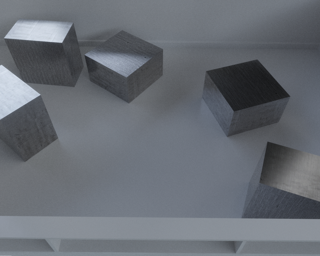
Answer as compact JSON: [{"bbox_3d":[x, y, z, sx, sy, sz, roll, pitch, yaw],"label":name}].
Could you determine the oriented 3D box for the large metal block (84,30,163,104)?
[{"bbox_3d":[-0.052,-0.094,0.467,0.080,0.050,0.080,31,56,23],"label":"large metal block"}]

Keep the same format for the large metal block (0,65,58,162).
[{"bbox_3d":[-0.181,-0.018,0.382,0.080,0.080,0.050,34,58,24],"label":"large metal block"}]

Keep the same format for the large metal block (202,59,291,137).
[{"bbox_3d":[0.114,-0.043,0.426,0.081,0.050,0.080,-15,52,-13],"label":"large metal block"}]

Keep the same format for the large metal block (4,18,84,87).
[{"bbox_3d":[-0.167,-0.111,0.460,0.080,0.080,0.050,5,50,4],"label":"large metal block"}]

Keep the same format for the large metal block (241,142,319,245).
[{"bbox_3d":[0.135,0.068,0.314,0.080,0.080,0.050,16,52,13],"label":"large metal block"}]
